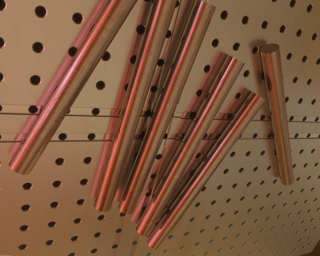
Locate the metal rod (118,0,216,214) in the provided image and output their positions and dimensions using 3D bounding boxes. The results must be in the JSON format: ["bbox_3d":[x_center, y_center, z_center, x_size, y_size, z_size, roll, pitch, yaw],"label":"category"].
[{"bbox_3d":[0.001,-0.011,0.403,0.025,0.025,0.298,8,114,-32],"label":"metal rod"}]

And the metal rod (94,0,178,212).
[{"bbox_3d":[-0.034,-0.022,0.378,0.025,0.025,0.298,5,116,-31],"label":"metal rod"}]

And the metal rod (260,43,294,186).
[{"bbox_3d":[0.200,-0.003,0.517,0.025,0.025,0.299,-32,129,-8],"label":"metal rod"}]

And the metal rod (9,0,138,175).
[{"bbox_3d":[-0.075,-0.075,0.323,0.025,0.025,0.299,27,104,-37],"label":"metal rod"}]

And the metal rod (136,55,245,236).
[{"bbox_3d":[0.037,0.037,0.452,0.025,0.025,0.298,15,111,-34],"label":"metal rod"}]

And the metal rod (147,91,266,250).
[{"bbox_3d":[0.067,0.075,0.493,0.025,0.025,0.299,23,106,-37],"label":"metal rod"}]
